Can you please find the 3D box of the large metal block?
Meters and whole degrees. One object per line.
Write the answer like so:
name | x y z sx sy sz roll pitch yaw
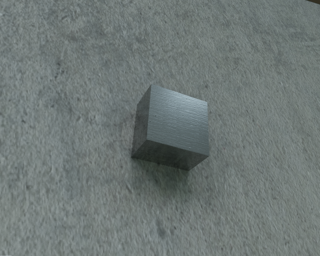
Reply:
large metal block | 0.014 0.001 0.394 0.080 0.050 0.080 16 55 -19
